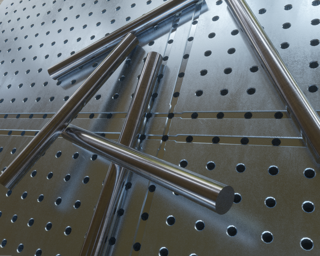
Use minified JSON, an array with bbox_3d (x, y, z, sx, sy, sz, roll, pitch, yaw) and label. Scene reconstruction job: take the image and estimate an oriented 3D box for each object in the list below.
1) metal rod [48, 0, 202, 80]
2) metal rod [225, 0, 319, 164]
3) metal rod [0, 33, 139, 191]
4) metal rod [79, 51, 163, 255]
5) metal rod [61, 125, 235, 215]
[{"bbox_3d":[-0.065,-0.162,0.539,0.301,0.025,0.025,-25,53,12],"label":"metal rod"},{"bbox_3d":[0.137,-0.090,0.390,0.025,0.025,0.299,-24,53,14],"label":"metal rod"},{"bbox_3d":[-0.127,-0.037,0.469,0.025,0.025,0.300,20,63,35],"label":"metal rod"},{"bbox_3d":[-0.045,0.022,0.416,0.025,0.025,0.300,2,62,28],"label":"metal rod"},{"bbox_3d":[-0.043,0.033,0.366,0.300,0.025,0.025,15,69,48],"label":"metal rod"}]
